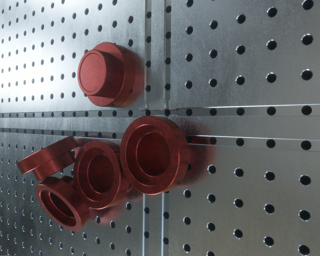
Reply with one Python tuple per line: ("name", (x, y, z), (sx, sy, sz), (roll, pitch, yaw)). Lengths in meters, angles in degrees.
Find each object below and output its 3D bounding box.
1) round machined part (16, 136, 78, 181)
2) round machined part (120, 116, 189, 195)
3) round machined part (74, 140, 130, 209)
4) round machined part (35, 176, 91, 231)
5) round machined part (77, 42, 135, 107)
("round machined part", (-0.179, 0.053, 0.511), (0.098, 0.099, 0.042), (-24, 95, 37))
("round machined part", (-0.003, 0.034, 0.399), (0.098, 0.042, 0.097), (0, 90, 39))
("round machined part", (-0.080, 0.067, 0.459), (0.098, 0.042, 0.097), (-2, 86, 36))
("round machined part", (-0.150, 0.116, 0.501), (0.098, 0.042, 0.097), (20, 132, 24))
("round machined part", (-0.088, -0.081, 0.468), (0.098, 0.042, 0.097), (0, 90, 39))
